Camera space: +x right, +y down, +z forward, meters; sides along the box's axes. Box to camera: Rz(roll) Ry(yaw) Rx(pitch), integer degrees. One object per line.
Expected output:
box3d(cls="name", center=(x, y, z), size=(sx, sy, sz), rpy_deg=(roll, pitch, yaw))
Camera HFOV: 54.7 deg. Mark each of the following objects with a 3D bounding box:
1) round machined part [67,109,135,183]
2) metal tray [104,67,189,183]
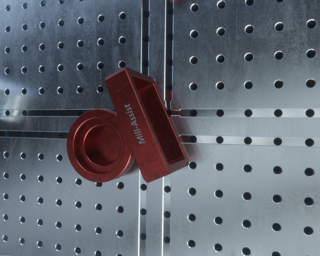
box3d(cls="round machined part", center=(-0.075, 0.024, 0.429), size=(0.098, 0.042, 0.097), rpy_deg=(0, 90, 19))
box3d(cls="metal tray", center=(-0.013, -0.005, 0.381), size=(0.030, 0.090, 0.129), rpy_deg=(-25, 82, 18))
